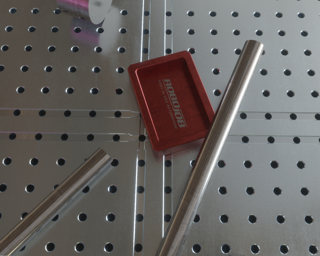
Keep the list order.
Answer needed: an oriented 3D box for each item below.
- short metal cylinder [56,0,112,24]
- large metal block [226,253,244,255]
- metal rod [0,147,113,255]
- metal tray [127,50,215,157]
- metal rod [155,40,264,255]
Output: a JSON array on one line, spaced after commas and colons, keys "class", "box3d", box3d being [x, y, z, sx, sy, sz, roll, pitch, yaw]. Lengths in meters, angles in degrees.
[{"class": "short metal cylinder", "box3d": [-0.108, -0.200, 0.454, 0.050, 0.080, 0.080, 21, 71, 7]}, {"class": "large metal block", "box3d": [0.062, 0.189, 0.330, 0.081, 0.050, 0.080, -17, 71, -6]}, {"class": "metal rod", "box3d": [-0.173, 0.135, 0.360, 0.025, 0.025, 0.301, 42, 75, 13]}, {"class": "metal tray", "box3d": [0.017, -0.035, 0.422, 0.091, 0.030, 0.130, -16, 71, -7]}, {"class": "metal rod", "box3d": [0.061, 0.029, 0.374, 0.025, 0.025, 0.299, 23, 82, 8]}]
